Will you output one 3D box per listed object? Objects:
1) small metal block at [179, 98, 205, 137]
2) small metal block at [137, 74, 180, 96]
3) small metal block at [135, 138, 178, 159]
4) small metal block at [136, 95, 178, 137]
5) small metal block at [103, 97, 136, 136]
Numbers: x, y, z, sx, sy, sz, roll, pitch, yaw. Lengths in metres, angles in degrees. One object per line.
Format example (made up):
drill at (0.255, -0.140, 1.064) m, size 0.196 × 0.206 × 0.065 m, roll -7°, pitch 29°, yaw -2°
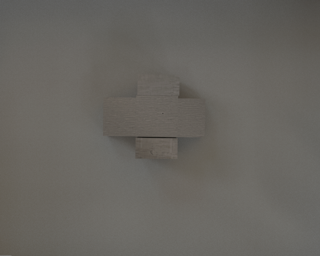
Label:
small metal block at (0.033, -0.013, 0.410) m, size 0.050 × 0.025 × 0.050 m, roll 1°, pitch 90°, yaw -1°
small metal block at (-0.002, -0.052, 0.396) m, size 0.050 × 0.050 × 0.025 m, roll 1°, pitch 90°, yaw 0°
small metal block at (-0.004, 0.024, 0.396) m, size 0.050 × 0.050 × 0.025 m, roll 1°, pitch 90°, yaw 0°
small metal block at (-0.004, -0.014, 0.384) m, size 0.050 × 0.025 × 0.050 m, roll 1°, pitch 90°, yaw -1°
small metal block at (-0.047, -0.014, 0.409) m, size 0.050 × 0.025 × 0.050 m, roll 1°, pitch 90°, yaw 0°
